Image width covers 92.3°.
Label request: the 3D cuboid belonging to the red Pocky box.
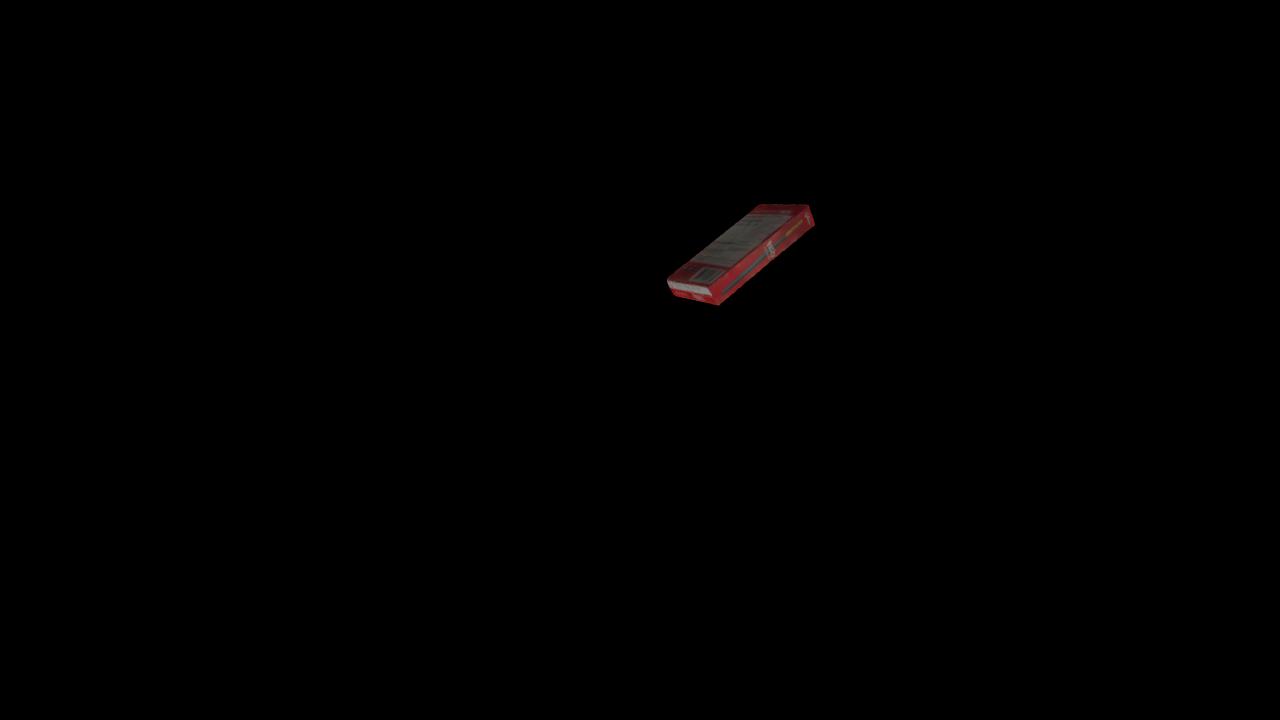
[{"bbox_3d":[0.110,-0.118,0.671,0.155,0.028,0.083,-40,28,-16],"label":"red Pocky box"}]
